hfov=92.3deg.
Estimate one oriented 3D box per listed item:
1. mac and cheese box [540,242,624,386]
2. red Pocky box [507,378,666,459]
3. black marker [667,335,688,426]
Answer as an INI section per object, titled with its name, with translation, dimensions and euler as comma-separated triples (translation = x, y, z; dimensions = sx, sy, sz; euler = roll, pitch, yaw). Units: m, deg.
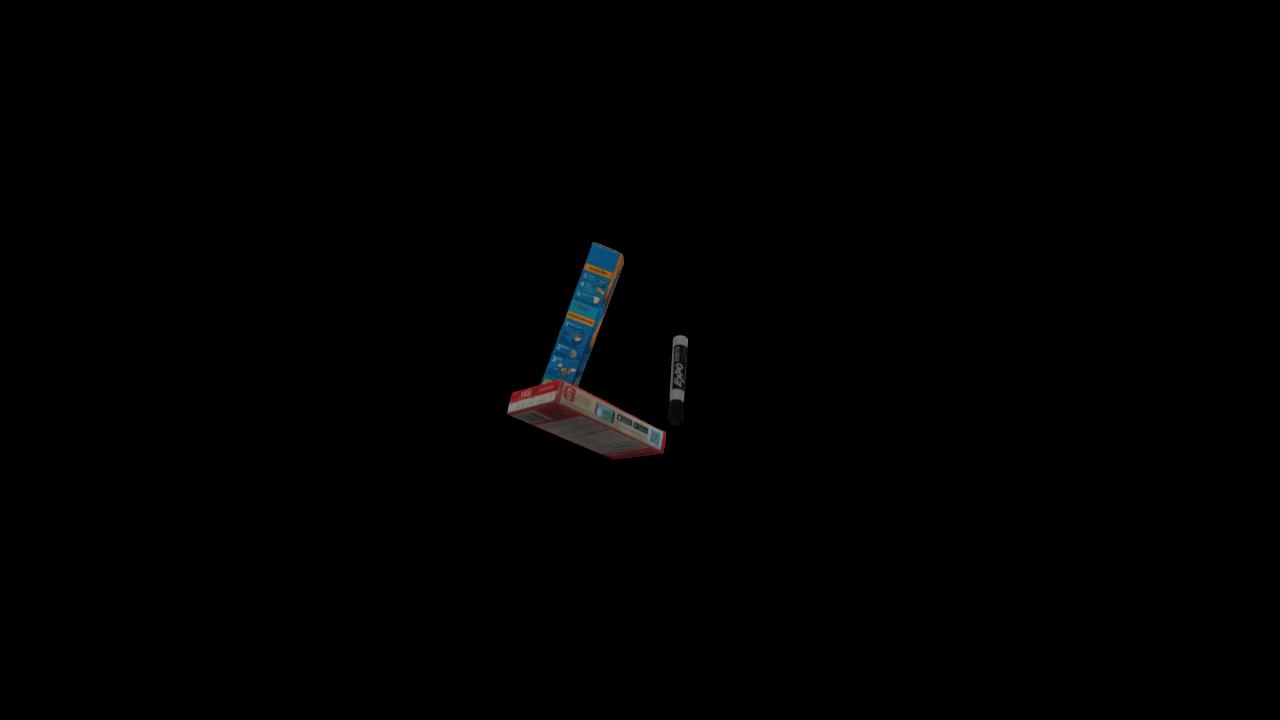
[mac and cheese box]
translation = -0.067, -0.038, 0.710
dimensions = 0.041, 0.184, 0.093
euler = 21, 3, 0
[red Pocky box]
translation = -0.053, 0.066, 0.641
dimensions = 0.083, 0.028, 0.155
euler = -16, -35, 41
[black marker]
translation = 0.044, 0.023, 0.721
dimensions = 0.020, 0.121, 0.020
euler = 4, -36, 3
